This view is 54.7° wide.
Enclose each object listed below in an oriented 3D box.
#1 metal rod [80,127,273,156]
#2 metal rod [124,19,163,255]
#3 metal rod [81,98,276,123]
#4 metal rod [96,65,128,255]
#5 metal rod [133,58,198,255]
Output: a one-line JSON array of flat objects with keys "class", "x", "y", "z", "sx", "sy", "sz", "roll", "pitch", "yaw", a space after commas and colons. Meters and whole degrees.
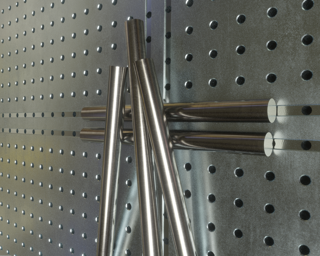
[{"class": "metal rod", "x": -0.005, "y": 0.014, "z": 0.412, "sx": 0.300, "sy": 0.025, "sz": 0.025, "roll": 1, "pitch": 91, "yaw": 39}, {"class": "metal rod", "x": -0.021, "y": 0.011, "z": 0.393, "sx": 0.025, "sy": 0.025, "sz": 0.298, "roll": -8, "pitch": 85, "yaw": 39}, {"class": "metal rod", "x": -0.002, "y": -0.020, "z": 0.410, "sx": 0.300, "sy": 0.025, "sz": 0.025, "roll": 1, "pitch": 91, "yaw": 39}, {"class": "metal rod", "x": -0.070, "y": 0.062, "z": 0.441, "sx": 0.025, "sy": 0.025, "sz": 0.298, "roll": 18, "pitch": 108, "yaw": 38}, {"class": "metal rod", "x": 0.012, "y": 0.065, "z": 0.373, "sx": 0.025, "sy": 0.025, "sz": 0.298, "roll": -14, "pitch": 89, "yaw": 39}]
